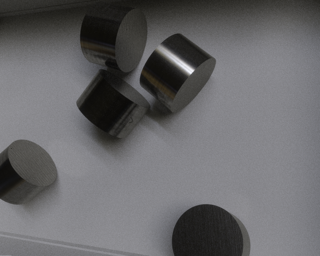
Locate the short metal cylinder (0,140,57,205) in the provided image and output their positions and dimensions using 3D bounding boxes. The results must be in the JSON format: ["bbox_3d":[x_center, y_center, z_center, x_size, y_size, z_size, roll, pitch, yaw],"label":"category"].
[{"bbox_3d":[-0.201,0.064,0.452,0.050,0.080,0.080,-38,78,16],"label":"short metal cylinder"}]

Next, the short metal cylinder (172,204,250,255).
[{"bbox_3d":[0.061,0.133,0.362,0.080,0.050,0.080,-9,65,21],"label":"short metal cylinder"}]

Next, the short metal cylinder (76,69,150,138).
[{"bbox_3d":[-0.059,-0.032,0.402,0.080,0.080,0.050,43,103,15],"label":"short metal cylinder"}]

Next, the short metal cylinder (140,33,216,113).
[{"bbox_3d":[0.022,-0.065,0.373,0.050,0.080,0.080,41,103,15],"label":"short metal cylinder"}]

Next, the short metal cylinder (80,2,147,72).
[{"bbox_3d":[-0.058,-0.118,0.402,0.050,0.080,0.080,19,96,19],"label":"short metal cylinder"}]
